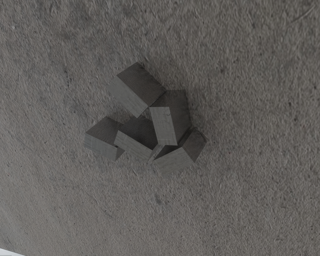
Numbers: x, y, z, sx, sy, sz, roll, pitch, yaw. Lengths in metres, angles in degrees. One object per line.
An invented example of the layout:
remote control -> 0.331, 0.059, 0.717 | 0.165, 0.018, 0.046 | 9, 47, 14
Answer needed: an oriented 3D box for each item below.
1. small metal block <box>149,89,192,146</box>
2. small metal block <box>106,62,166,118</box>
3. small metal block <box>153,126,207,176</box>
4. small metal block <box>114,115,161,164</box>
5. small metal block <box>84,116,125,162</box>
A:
small metal block -> 0.015, -0.014, 0.375 | 0.025, 0.050, 0.050 | 1, 119, 28
small metal block -> -0.028, -0.047, 0.376 | 0.050, 0.050, 0.025 | 44, 129, -2
small metal block -> 0.026, 0.029, 0.395 | 0.050, 0.050, 0.025 | -30, 102, 38
small metal block -> -0.024, 0.012, 0.411 | 0.050, 0.050, 0.025 | 31, 128, 8
small metal block -> -0.070, 0.014, 0.436 | 0.050, 0.050, 0.025 | 24, 127, 13
